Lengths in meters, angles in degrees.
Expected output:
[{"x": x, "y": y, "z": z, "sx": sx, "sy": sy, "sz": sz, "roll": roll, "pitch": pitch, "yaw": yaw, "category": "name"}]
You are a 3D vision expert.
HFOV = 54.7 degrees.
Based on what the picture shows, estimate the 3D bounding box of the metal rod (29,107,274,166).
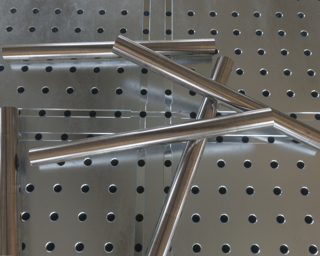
[{"x": -0.013, "y": 0.012, "z": 0.387, "sx": 0.302, "sy": 0.025, "sz": 0.025, "roll": -10, "pitch": 70, "yaw": 3, "category": "metal rod"}]

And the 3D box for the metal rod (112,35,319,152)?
[{"x": 0.080, "y": -0.044, "z": 0.402, "sx": 0.301, "sy": 0.025, "sz": 0.025, "roll": 25, "pitch": 72, "yaw": -2, "category": "metal rod"}]

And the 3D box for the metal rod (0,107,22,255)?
[{"x": -0.178, "y": 0.115, "z": 0.367, "sx": 0.025, "sy": 0.025, "sz": 0.299, "roll": -9, "pitch": 70, "yaw": -4, "category": "metal rod"}]

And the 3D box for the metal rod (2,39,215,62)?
[{"x": -0.072, "y": -0.113, "z": 0.452, "sx": 0.302, "sy": 0.025, "sz": 0.025, "roll": -2, "pitch": 70, "yaw": -1, "category": "metal rod"}]

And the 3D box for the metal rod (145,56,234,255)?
[{"x": 0.041, "y": 0.035, "z": 0.399, "sx": 0.025, "sy": 0.025, "sz": 0.300, "roll": 20, "pitch": 71, "yaw": 7, "category": "metal rod"}]
